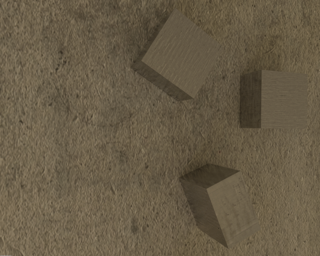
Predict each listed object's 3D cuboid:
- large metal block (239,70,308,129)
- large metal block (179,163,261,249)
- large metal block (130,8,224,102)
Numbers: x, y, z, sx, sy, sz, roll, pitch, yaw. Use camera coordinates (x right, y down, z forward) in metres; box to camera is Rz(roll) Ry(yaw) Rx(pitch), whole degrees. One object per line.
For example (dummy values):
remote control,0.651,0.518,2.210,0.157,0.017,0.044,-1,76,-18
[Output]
large metal block,0.167,-0.039,0.457,0.081,0.050,0.080,1,90,-20
large metal block,0.076,0.097,0.408,0.050,0.080,0.080,-23,98,-18
large metal block,0.022,-0.091,0.403,0.080,0.050,0.080,34,79,-17
